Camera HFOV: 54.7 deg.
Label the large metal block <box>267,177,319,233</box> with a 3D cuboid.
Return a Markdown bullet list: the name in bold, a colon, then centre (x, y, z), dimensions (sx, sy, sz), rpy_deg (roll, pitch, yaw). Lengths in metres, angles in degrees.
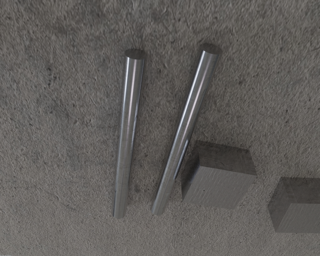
- **large metal block**: centre (0.231, 0.126, 0.500), dimensions (0.081, 0.050, 0.079), rpy_deg (2, 130, -2)

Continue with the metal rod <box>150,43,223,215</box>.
- **metal rod**: centre (0.026, 0.026, 0.429), dimensions (0.025, 0.025, 0.298), rpy_deg (9, 130, -8)

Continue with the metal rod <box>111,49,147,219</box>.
- **metal rod**: centre (-0.048, 0.032, 0.433), dimensions (0.025, 0.025, 0.298), rpy_deg (6, 130, -6)

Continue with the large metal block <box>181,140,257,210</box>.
- **large metal block**: centre (0.081, 0.070, 0.451), dimensions (0.081, 0.050, 0.079), rpy_deg (11, 129, -9)
